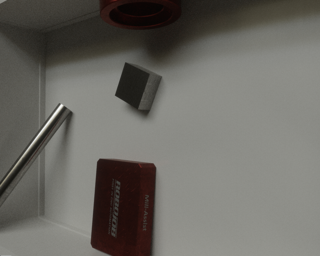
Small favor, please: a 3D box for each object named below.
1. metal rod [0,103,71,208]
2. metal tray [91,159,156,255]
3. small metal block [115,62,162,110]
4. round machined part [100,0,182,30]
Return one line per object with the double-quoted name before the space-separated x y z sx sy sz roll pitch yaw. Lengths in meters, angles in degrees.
"metal rod" -0.249 0.086 0.518 0.025 0.025 0.300 27 78 36
"metal tray" -0.053 0.111 0.438 0.090 0.030 0.129 1 86 39
"small metal block" -0.031 -0.058 0.430 0.050 0.025 0.050 31 109 35
"round machined part" -0.024 -0.157 0.377 0.098 0.099 0.042 -4 87 39
